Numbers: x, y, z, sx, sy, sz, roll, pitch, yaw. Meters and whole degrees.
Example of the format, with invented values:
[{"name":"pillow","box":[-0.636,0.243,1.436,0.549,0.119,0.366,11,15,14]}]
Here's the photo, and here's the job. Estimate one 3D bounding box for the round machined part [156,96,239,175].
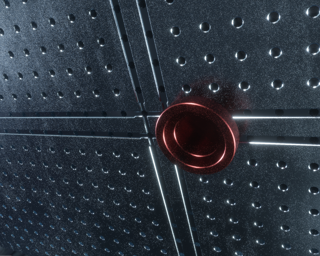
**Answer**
[{"name":"round machined part","box":[0.048,0.005,0.379,0.098,0.042,0.097,13,124,21]}]
